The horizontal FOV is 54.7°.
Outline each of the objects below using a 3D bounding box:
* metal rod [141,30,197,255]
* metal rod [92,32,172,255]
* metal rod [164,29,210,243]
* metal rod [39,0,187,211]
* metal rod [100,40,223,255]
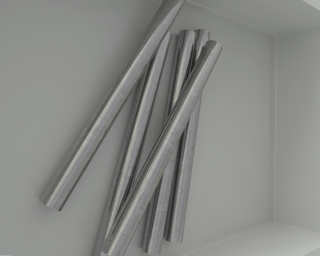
[{"bbox_3d":[0.014,0.012,0.417,0.025,0.025,0.299,16,80,-39],"label":"metal rod"},{"bbox_3d":[-0.032,0.018,0.379,0.025,0.025,0.299,23,76,-38],"label":"metal rod"},{"bbox_3d":[0.040,0.006,0.439,0.025,0.025,0.299,14,81,-39],"label":"metal rod"},{"bbox_3d":[-0.043,-0.048,0.356,0.025,0.025,0.300,40,70,-33],"label":"metal rod"},{"bbox_3d":[0.012,0.010,0.382,0.025,0.025,0.300,41,65,-32],"label":"metal rod"}]
